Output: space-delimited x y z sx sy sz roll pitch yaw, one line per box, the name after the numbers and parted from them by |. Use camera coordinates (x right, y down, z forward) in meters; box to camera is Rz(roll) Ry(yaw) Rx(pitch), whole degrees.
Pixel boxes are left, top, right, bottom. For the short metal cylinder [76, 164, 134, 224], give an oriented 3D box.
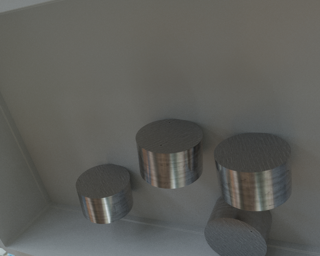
-0.084 0.100 0.477 0.080 0.080 0.050 10 123 23 | short metal cylinder

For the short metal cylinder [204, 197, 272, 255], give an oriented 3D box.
0.106 0.134 0.419 0.080 0.050 0.079 13 124 20 | short metal cylinder

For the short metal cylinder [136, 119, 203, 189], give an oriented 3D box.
0.013 0.030 0.384 0.080 0.080 0.050 9 122 23 | short metal cylinder

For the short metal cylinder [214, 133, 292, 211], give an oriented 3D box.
0.104 0.046 0.347 0.080 0.080 0.050 1 119 27 | short metal cylinder
